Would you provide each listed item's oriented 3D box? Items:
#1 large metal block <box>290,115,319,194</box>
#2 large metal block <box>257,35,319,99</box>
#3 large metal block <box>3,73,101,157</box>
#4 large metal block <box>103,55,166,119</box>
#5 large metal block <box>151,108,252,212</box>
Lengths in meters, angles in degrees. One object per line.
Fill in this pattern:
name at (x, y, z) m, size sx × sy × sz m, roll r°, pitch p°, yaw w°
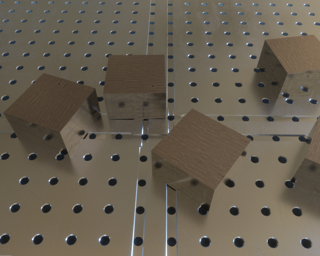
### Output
large metal block at (0.211, 0.038, 0.361) m, size 0.080 × 0.050 × 0.080 m, roll 25°, pitch 54°, yaw 19°
large metal block at (0.207, -0.094, 0.472) m, size 0.080 × 0.050 × 0.080 m, roll -8°, pitch 50°, yaw -7°
large metal block at (-0.136, -0.019, 0.407) m, size 0.080 × 0.050 × 0.080 m, roll 17°, pitch 52°, yaw 14°
large metal block at (-0.033, -0.059, 0.441) m, size 0.080 × 0.050 × 0.080 m, roll -1°, pitch 50°, yaw -1°
large metal block at (0.047, 0.035, 0.363) m, size 0.080 × 0.050 × 0.080 m, roll 30°, pitch 56°, yaw 23°
